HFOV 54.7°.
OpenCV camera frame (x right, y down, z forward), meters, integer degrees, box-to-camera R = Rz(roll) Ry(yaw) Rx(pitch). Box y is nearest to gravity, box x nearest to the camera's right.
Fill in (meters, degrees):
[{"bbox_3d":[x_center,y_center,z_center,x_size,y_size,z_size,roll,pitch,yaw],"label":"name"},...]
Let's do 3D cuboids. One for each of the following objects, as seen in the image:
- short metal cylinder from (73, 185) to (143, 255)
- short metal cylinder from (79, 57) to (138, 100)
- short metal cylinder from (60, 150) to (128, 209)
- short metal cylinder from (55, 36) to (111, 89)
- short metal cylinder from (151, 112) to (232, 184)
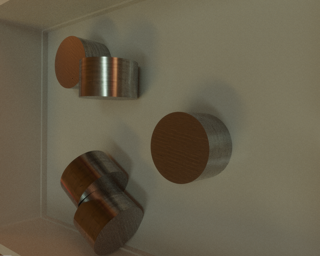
[{"bbox_3d":[-0.071,0.127,0.430,0.050,0.081,0.079,36,112,34],"label":"short metal cylinder"},{"bbox_3d":[-0.071,-0.066,0.430,0.080,0.081,0.050,3,92,40],"label":"short metal cylinder"},{"bbox_3d":[-0.095,0.079,0.450,0.050,0.081,0.079,40,115,33],"label":"short metal cylinder"},{"bbox_3d":[-0.122,-0.100,0.492,0.080,0.050,0.080,0,90,40],"label":"short metal cylinder"},{"bbox_3d":[0.036,0.022,0.361,0.080,0.050,0.080,0,90,40],"label":"short metal cylinder"}]
